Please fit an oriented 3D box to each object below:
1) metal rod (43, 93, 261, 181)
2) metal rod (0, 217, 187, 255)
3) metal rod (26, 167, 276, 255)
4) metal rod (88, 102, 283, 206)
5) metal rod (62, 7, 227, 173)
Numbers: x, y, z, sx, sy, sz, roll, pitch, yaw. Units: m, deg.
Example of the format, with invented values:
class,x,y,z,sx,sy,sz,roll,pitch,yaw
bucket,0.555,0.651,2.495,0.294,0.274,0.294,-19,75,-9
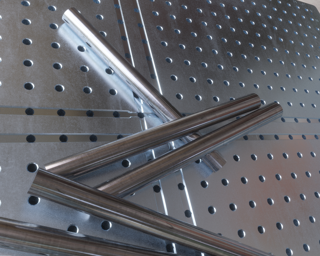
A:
class,x,y,z,sx,sy,sz,roll,pitch,yaw
metal rod,0.012,0.005,0.386,0.302,0.025,0.025,-19,72,-27
metal rod,-0.038,0.128,0.310,0.302,0.025,0.025,19,54,-18
metal rod,0.013,0.109,0.330,0.302,0.025,0.025,26,52,-20
metal rod,0.049,0.026,0.392,0.302,0.025,0.025,-23,74,-27
metal rod,-0.023,-0.054,0.430,0.300,0.025,0.025,45,51,3
